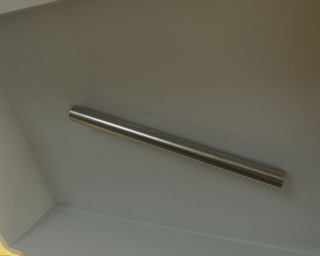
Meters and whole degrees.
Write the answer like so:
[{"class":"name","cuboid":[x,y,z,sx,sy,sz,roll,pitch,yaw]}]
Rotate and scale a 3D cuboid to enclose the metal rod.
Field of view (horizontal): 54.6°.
[{"class":"metal rod","cuboid":[0.009,0.020,0.415,0.301,0.025,0.025,17,125,18]}]
